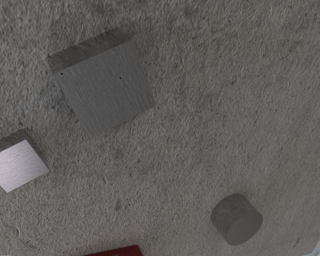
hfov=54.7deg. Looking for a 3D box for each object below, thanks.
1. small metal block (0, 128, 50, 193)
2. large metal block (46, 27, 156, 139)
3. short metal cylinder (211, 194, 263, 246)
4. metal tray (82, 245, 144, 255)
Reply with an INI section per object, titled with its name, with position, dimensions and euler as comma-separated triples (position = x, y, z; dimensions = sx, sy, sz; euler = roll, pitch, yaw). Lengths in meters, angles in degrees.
[small metal block]
position = -0.160, 0.036, 0.342
dimensions = 0.050, 0.025, 0.050
euler = -28, 128, -11
[large metal block]
position = -0.060, -0.048, 0.328
dimensions = 0.080, 0.050, 0.080
euler = -28, 128, -11
[short metal cylinder]
position = 0.142, 0.169, 0.573
dimensions = 0.081, 0.050, 0.079
euler = -14, 124, -21
[metal tray]
position = -0.096, 0.243, 0.501
dimensions = 0.131, 0.030, 0.089
euler = 0, 119, -28
